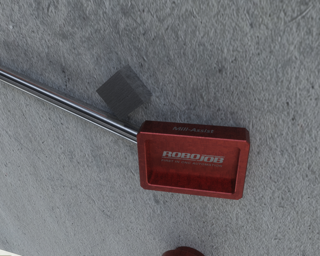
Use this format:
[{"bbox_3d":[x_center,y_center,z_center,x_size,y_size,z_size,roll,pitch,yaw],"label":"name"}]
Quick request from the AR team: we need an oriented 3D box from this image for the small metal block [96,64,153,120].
[{"bbox_3d":[-0.046,-0.046,0.402,0.050,0.025,0.050,-32,101,38],"label":"small metal block"}]

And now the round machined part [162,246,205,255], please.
[{"bbox_3d":[0.046,0.238,0.518,0.098,0.042,0.097,13,124,20],"label":"round machined part"}]

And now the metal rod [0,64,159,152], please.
[{"bbox_3d":[-0.131,-0.034,0.452,0.301,0.025,0.025,24,127,13],"label":"metal rod"}]

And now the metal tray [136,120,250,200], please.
[{"bbox_3d":[0.040,0.040,0.387,0.131,0.030,0.089,4,122,10],"label":"metal tray"}]
